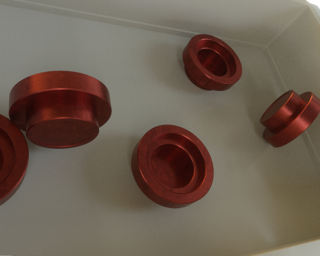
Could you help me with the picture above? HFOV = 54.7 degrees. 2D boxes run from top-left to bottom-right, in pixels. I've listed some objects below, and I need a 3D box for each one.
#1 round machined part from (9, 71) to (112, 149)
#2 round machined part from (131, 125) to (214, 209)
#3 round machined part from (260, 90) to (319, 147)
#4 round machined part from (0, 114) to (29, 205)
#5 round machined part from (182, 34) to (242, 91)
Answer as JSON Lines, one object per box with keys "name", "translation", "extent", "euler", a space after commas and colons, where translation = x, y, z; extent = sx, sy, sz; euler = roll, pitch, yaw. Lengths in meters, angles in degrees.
{"name": "round machined part", "translation": [-0.098, -0.011, 0.313], "extent": [0.099, 0.097, 0.042], "euler": [2, 61, -27]}
{"name": "round machined part", "translation": [0.012, 0.048, 0.371], "extent": [0.099, 0.042, 0.098], "euler": [14, 56, -21]}
{"name": "round machined part", "translation": [0.193, -0.020, 0.475], "extent": [0.042, 0.097, 0.098], "euler": [42, 51, 0]}
{"name": "round machined part", "translation": [-0.174, 0.033, 0.281], "extent": [0.099, 0.042, 0.098], "euler": [13, 57, -21]}
{"name": "round machined part", "translation": [0.079, -0.099, 0.497], "extent": [0.099, 0.042, 0.098], "euler": [14, 56, -21]}
